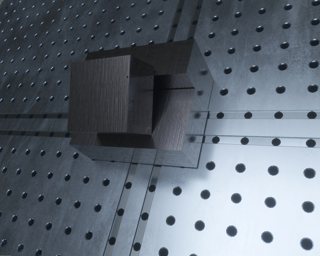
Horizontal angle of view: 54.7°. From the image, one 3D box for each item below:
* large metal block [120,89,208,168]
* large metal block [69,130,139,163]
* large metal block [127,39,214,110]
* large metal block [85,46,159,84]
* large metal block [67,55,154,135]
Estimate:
[{"bbox_3d":[0.007,0.000,0.384,0.080,0.050,0.080,1,62,28],"label":"large metal block"},{"bbox_3d":[-0.064,-0.001,0.422,0.080,0.050,0.080,1,62,28],"label":"large metal block"},{"bbox_3d":[0.016,-0.064,0.402,0.080,0.080,0.050,1,62,28],"label":"large metal block"},{"bbox_3d":[-0.055,-0.066,0.439,0.080,0.080,0.050,1,62,28],"label":"large metal block"},{"bbox_3d":[-0.056,-0.034,0.355,0.080,0.050,0.080,0,86,28],"label":"large metal block"}]
